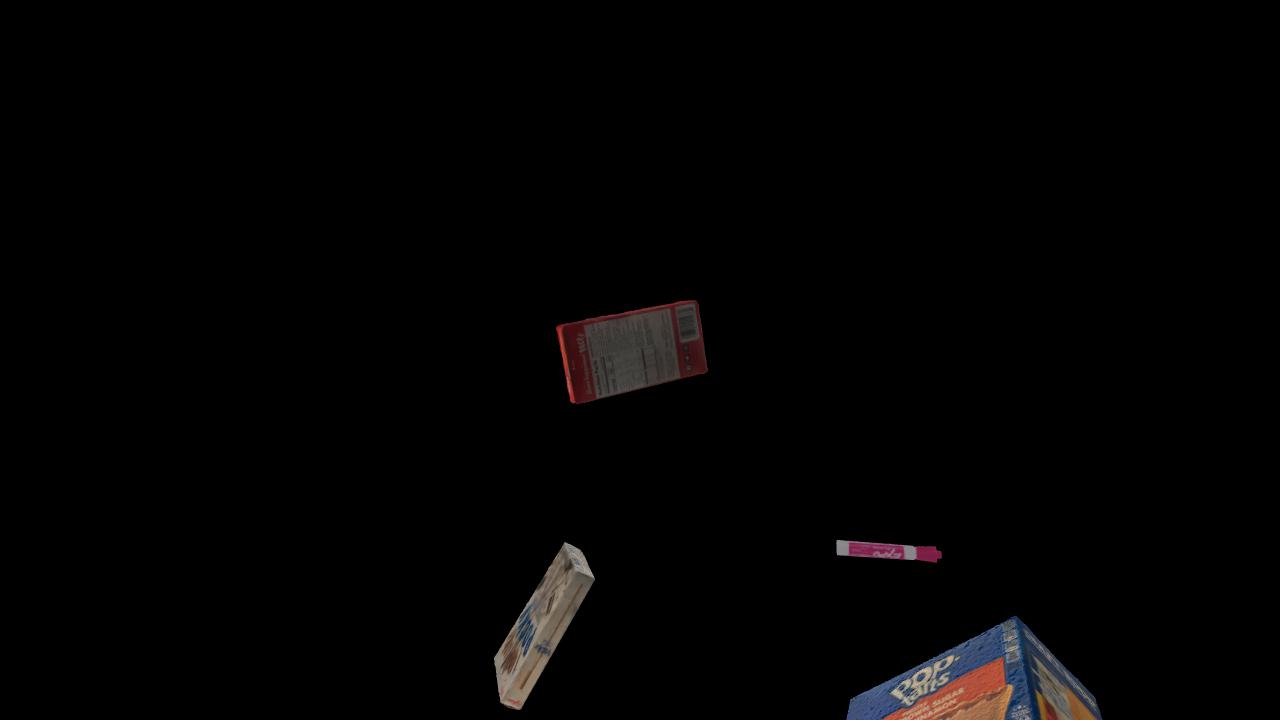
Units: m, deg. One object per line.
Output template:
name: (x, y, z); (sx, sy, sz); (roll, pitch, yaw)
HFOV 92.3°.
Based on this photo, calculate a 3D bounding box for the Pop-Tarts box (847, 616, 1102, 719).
Pop-Tarts box: (0.232, 0.288, 0.441); (0.167, 0.083, 0.141); (-45, -11, 27)

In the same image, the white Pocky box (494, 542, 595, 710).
white Pocky box: (-0.105, 0.284, 0.668); (0.028, 0.154, 0.084); (32, -5, -18)

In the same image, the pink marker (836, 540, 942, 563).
pink marker: (0.307, 0.237, 0.763); (0.121, 0.020, 0.020); (-2, -1, 19)

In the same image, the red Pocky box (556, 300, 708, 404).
red Pocky box: (-0.006, -0.011, 0.647); (0.155, 0.083, 0.028); (-12, 11, -21)
